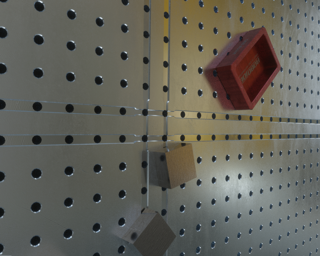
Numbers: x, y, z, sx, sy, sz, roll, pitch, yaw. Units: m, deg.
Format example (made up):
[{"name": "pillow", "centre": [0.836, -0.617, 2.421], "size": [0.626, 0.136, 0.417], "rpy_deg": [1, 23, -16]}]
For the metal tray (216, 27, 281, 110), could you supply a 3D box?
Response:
[{"name": "metal tray", "centre": [0.159, -0.104, 0.541], "size": [0.130, 0.030, 0.090], "rpy_deg": [-49, 119, -29]}]

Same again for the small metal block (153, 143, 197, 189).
[{"name": "small metal block", "centre": [0.021, 0.051, 0.430], "size": [0.050, 0.025, 0.050], "rpy_deg": [-16, 100, -39]}]

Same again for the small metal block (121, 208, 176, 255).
[{"name": "small metal block", "centre": [-0.013, 0.141, 0.400], "size": [0.050, 0.025, 0.050], "rpy_deg": [-47, 118, -30]}]
